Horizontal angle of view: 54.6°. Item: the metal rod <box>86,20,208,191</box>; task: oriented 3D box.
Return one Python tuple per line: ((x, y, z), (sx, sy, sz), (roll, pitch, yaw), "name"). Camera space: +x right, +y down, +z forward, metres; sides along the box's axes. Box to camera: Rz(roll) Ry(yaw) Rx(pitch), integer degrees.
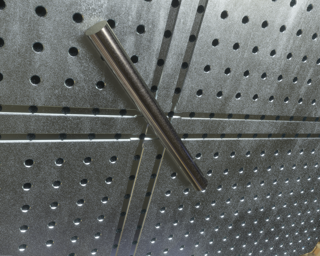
((0.001, -0.005, 0.408), (0.025, 0.025, 0.300), (-37, 129, -4), "metal rod")
